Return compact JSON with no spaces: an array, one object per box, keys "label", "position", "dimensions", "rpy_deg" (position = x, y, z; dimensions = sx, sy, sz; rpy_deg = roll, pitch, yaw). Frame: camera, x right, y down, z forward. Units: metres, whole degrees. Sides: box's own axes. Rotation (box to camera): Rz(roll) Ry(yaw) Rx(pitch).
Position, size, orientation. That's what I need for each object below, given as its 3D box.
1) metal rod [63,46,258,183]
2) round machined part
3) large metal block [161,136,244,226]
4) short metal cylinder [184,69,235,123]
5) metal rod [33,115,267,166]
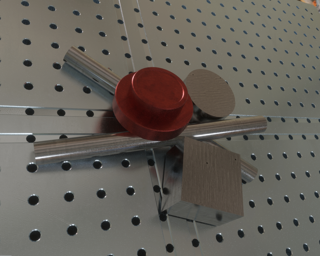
[{"label":"metal rod","position":[0.006,-0.015,0.422],"dimensions":[0.301,0.025,0.025],"rpy_deg":[33,51,-7]},{"label":"round machined part","position":[-0.005,-0.036,0.375],"dimensions":[0.099,0.042,0.098],"rpy_deg":[11,50,-13]},{"label":"large metal block","position":[0.051,0.066,0.378],"dimensions":[0.081,0.050,0.080],"rpy_deg":[19,54,-18]},{"label":"short metal cylinder","position":[0.061,-0.038,0.449],"dimensions":[0.081,0.050,0.080],"rpy_deg":[14,56,-21]},{"label":"metal rod","position":[0.007,0.011,0.383],"dimensions":[0.303,0.025,0.025],"rpy_deg":[-7,65,-24]}]
